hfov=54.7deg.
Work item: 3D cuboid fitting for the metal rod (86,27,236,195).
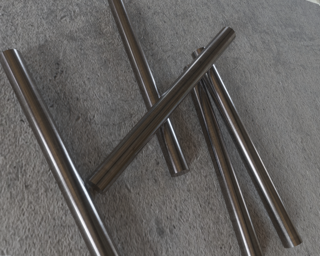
[{"bbox_3d":[0.017,-0.039,0.398,0.025,0.025,0.301,41,63,-1],"label":"metal rod"}]

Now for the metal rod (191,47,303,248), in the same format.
[{"bbox_3d":[0.117,0.018,0.438,0.025,0.025,0.299,-14,74,-34],"label":"metal rod"}]

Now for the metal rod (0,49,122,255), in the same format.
[{"bbox_3d":[-0.101,0.041,0.324,0.025,0.025,0.299,-20,73,-36],"label":"metal rod"}]

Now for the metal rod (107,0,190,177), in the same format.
[{"bbox_3d":[-0.023,-0.075,0.436,0.025,0.025,0.299,-7,65,-31],"label":"metal rod"}]

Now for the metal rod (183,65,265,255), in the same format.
[{"bbox_3d":[0.082,0.038,0.424,0.025,0.025,0.299,0,62,-28],"label":"metal rod"}]
